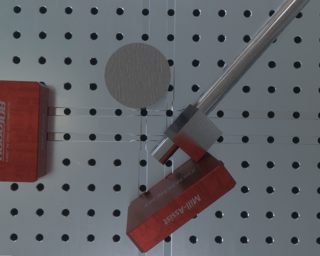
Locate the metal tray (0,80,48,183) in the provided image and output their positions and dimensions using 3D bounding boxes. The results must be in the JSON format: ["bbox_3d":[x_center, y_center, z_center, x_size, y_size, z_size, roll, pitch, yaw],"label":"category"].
[{"bbox_3d":[-0.200,0.004,0.409,0.091,0.030,0.129,2,90,0],"label":"metal tray"}]

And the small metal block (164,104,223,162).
[{"bbox_3d":[0.042,0.007,0.391,0.050,0.025,0.050,-48,118,0],"label":"small metal block"}]

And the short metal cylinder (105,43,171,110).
[{"bbox_3d":[-0.027,-0.064,0.401,0.081,0.050,0.079,0,90,0],"label":"short metal cylinder"}]

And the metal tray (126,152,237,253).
[{"bbox_3d":[0.021,0.084,0.379,0.130,0.090,0.030,-36,97,0],"label":"metal tray"}]

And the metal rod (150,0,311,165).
[{"bbox_3d":[0.096,-0.071,0.414,0.025,0.025,0.300,42,90,0],"label":"metal rod"}]
